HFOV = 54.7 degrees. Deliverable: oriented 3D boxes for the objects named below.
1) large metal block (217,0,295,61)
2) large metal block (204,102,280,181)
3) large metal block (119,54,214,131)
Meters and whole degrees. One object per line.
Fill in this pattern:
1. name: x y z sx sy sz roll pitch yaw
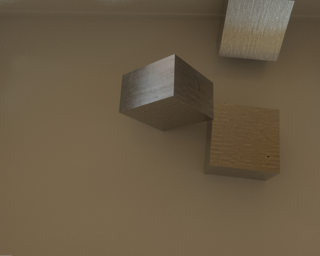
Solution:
1. large metal block: 0.126 -0.143 0.427 0.080 0.079 0.050 5 35 1
2. large metal block: 0.102 0.018 0.391 0.080 0.050 0.080 7 70 2
3. large metal block: 0.009 -0.038 0.377 0.080 0.080 0.050 -13 65 37
